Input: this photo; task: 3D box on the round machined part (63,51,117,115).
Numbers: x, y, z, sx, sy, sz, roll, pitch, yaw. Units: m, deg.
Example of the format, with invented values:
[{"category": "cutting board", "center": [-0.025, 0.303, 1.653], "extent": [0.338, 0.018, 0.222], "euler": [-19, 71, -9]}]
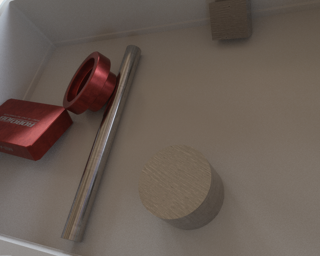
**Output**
[{"category": "round machined part", "center": [-0.103, -0.063, 0.470], "extent": [0.098, 0.042, 0.098], "euler": [-35, 39, 35]}]

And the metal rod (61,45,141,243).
[{"category": "metal rod", "center": [-0.075, 0.005, 0.440], "extent": [0.025, 0.025, 0.300], "euler": [0, 61, 28]}]

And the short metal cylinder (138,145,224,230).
[{"category": "short metal cylinder", "center": [0.024, 0.065, 0.336], "extent": [0.080, 0.050, 0.080], "euler": [-13, 56, 20]}]

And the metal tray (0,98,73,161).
[{"category": "metal tray", "center": [-0.216, -0.002, 0.487], "extent": [0.130, 0.030, 0.090], "euler": [9, 46, 25]}]

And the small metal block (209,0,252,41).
[{"category": "small metal block", "center": [0.098, -0.151, 0.427], "extent": [0.050, 0.050, 0.025], "euler": [3, 27, 29]}]
